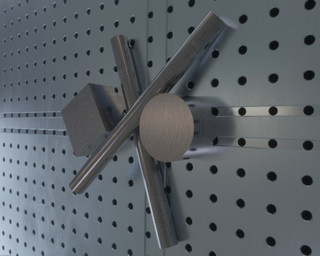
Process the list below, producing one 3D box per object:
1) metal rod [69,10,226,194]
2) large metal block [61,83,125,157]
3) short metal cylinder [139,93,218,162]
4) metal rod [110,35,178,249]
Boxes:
[{"bbox_3d":[-0.027,-0.020,0.402,0.299,0.025,0.025,-49,61,18],"label":"metal rod"},{"bbox_3d":[-0.099,-0.011,0.475,0.080,0.050,0.080,-36,68,34],"label":"large metal block"},{"bbox_3d":[0.022,-0.001,0.375,0.080,0.050,0.079,0,90,40],"label":"short metal cylinder"},{"bbox_3d":[-0.025,0.010,0.429,0.025,0.025,0.299,-23,75,37],"label":"metal rod"}]
